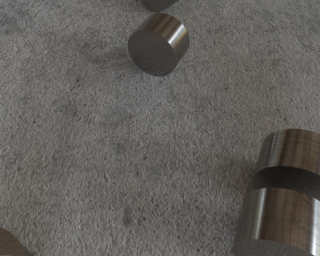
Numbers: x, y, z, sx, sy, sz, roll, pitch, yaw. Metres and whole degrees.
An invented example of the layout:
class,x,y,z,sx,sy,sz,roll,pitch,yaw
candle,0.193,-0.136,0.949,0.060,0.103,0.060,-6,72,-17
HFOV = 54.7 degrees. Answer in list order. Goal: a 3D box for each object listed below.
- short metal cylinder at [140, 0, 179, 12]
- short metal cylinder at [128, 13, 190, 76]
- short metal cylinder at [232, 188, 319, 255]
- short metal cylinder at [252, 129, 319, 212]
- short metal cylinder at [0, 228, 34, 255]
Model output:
class,x,y,z,sx,sy,sz,roll,pitch,yaw
short metal cylinder,0.000,-0.271,0.595,0.080,0.080,0.050,32,57,24
short metal cylinder,-0.002,-0.126,0.474,0.080,0.080,0.050,20,53,16
short metal cylinder,0.112,0.099,0.285,0.080,0.080,0.050,16,52,13
short metal cylinder,0.144,0.046,0.329,0.080,0.080,0.050,18,53,14
short metal cylinder,-0.154,0.135,0.273,0.080,0.050,0.080,0,50,0
